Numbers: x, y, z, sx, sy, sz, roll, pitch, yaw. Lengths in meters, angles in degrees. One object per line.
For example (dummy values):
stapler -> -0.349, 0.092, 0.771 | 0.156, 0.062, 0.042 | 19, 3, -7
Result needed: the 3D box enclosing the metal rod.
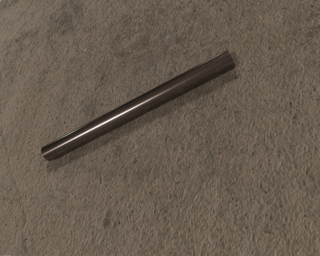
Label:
metal rod -> -0.038, -0.027, 0.438 | 0.301, 0.025, 0.025 | -26, 53, 11
